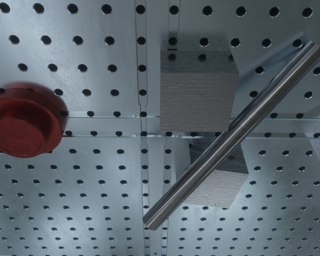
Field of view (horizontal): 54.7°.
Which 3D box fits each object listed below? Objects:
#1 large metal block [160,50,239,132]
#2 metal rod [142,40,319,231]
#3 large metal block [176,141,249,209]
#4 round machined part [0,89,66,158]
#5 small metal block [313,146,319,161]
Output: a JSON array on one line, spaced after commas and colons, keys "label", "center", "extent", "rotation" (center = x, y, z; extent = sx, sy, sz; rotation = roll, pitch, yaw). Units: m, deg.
[{"label": "large metal block", "center": [0.040, -0.042, 0.360], "extent": [0.081, 0.050, 0.079], "rotation": [0, 130, -1]}, {"label": "metal rod", "center": [0.079, 0.021, 0.381], "extent": [0.025, 0.025, 0.299], "rotation": [33, 108, -25]}, {"label": "large metal block", "center": [0.073, 0.070, 0.455], "extent": [0.081, 0.050, 0.079], "rotation": [8, 130, -8]}, {"label": "round machined part", "center": [-0.177, 0.001, 0.400], "extent": [0.099, 0.042, 0.097], "rotation": [0, 130, 0]}, {"label": "small metal block", "center": [0.253, 0.041, 0.433], "extent": [0.050, 0.050, 0.025], "rotation": [-33, 123, 24]}]
